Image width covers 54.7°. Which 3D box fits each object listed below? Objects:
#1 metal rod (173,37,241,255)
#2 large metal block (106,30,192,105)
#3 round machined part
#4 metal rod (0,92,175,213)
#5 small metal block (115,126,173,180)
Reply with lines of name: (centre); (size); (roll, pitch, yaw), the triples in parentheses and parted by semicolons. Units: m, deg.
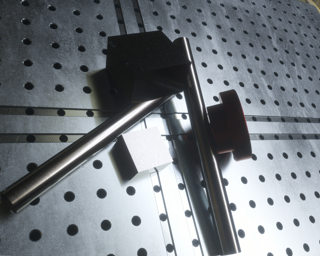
metal rod: (0.057, 0.010, 0.414); (0.025, 0.025, 0.299); (0, 68, -29)
large metal block: (-0.018, -0.084, 0.415); (0.081, 0.050, 0.080); (-16, 53, -27)
round machined part: (0.092, -0.001, 0.427); (0.042, 0.098, 0.098); (-14, 63, 9)
metal rod: (-0.051, -0.005, 0.384); (0.025, 0.025, 0.302); (47, 51, 4)
small metal block: (-0.020, 0.030, 0.381); (0.050, 0.025, 0.050); (-14, 69, -34)
